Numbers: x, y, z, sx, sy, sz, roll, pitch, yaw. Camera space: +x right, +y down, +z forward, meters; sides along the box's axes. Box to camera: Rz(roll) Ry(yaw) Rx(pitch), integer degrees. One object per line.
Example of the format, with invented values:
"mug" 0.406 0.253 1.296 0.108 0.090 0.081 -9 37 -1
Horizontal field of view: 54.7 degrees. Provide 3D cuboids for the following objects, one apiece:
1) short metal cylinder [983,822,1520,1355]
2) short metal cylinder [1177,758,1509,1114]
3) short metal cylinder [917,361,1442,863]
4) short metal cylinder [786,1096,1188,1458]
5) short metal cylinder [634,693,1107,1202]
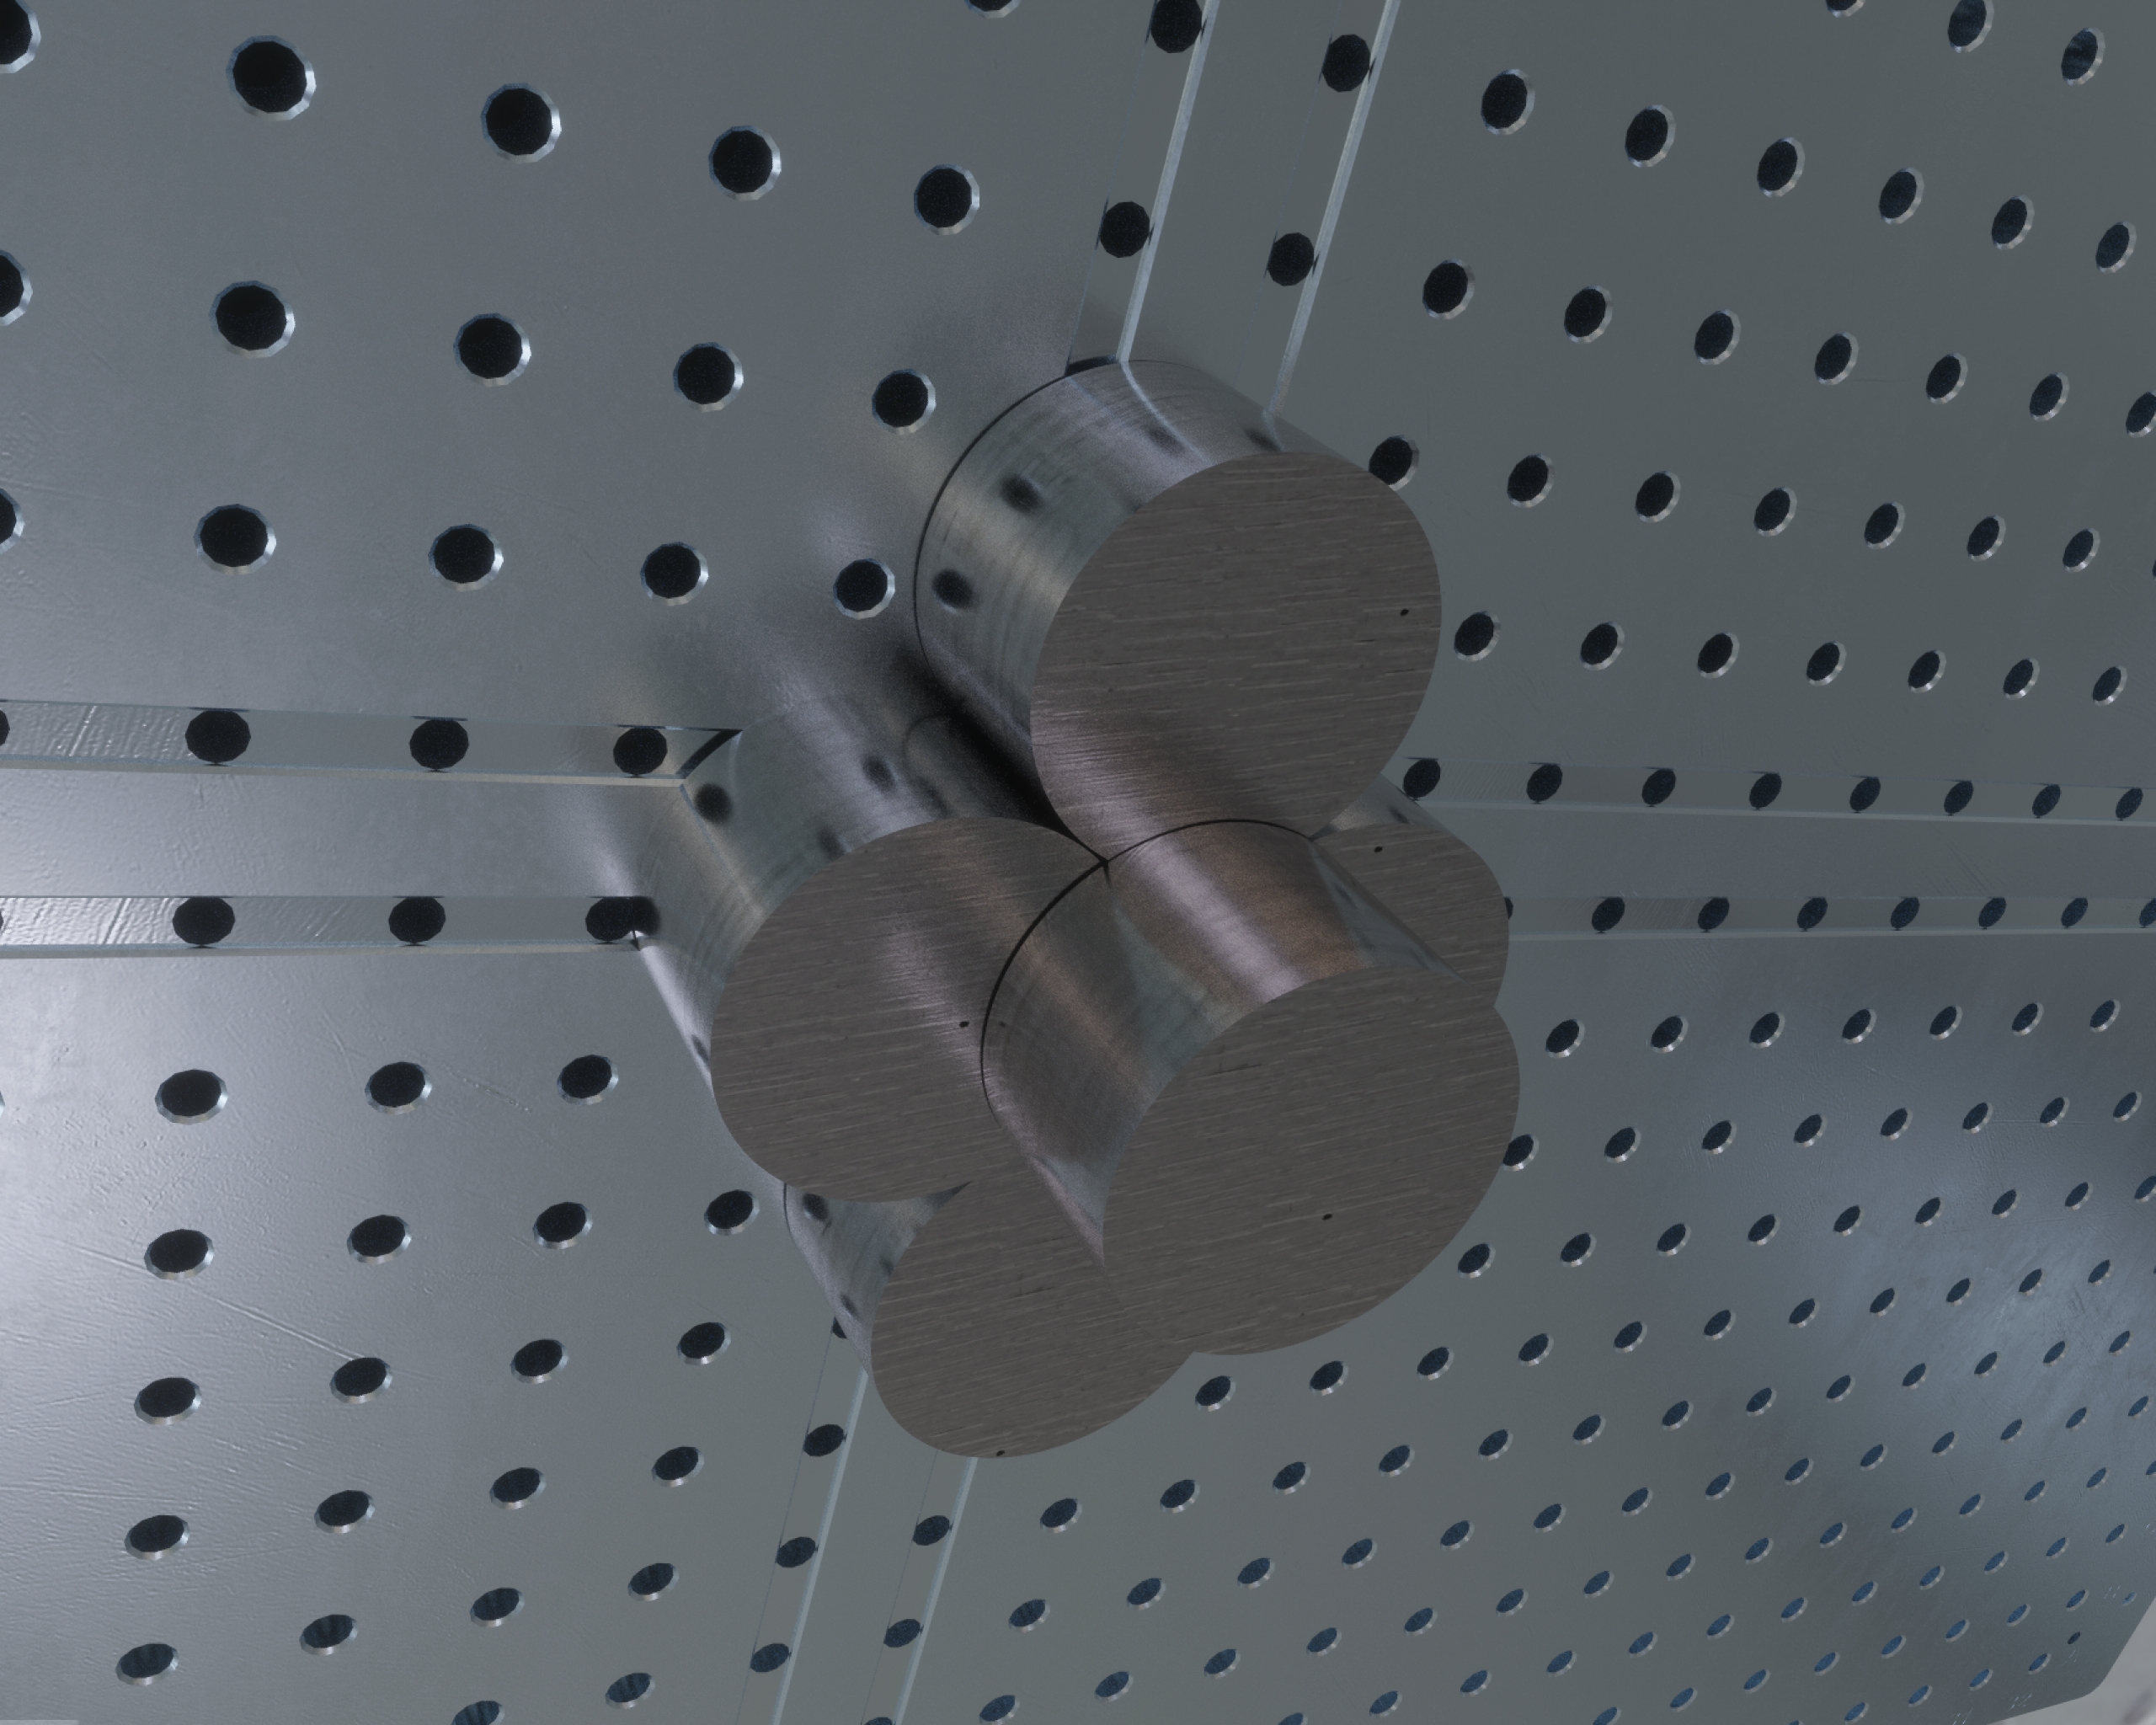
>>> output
"short metal cylinder" 0.030 0.040 0.370 0.081 0.050 0.079 -14 124 -21
"short metal cylinder" 0.040 0.016 0.426 0.081 0.050 0.079 -14 124 -21
"short metal cylinder" 0.018 -0.044 0.377 0.081 0.050 0.079 -14 125 -22
"short metal cylinder" -0.014 0.075 0.433 0.081 0.050 0.079 -13 122 -22
"short metal cylinder" -0.036 0.015 0.385 0.081 0.050 0.079 -14 124 -21
